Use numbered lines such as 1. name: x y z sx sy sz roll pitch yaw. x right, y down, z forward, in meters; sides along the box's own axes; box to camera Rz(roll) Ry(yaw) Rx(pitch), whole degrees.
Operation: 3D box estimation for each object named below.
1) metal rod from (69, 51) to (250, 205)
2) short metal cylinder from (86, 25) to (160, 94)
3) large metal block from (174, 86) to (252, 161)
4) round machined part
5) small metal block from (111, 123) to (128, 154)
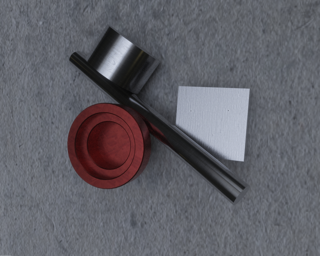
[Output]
1. metal rod: -0.021 -0.017 0.377 0.300 0.025 0.025 40 103 30
2. short metal cylinder: -0.047 -0.088 0.396 0.080 0.080 0.050 39 102 15
3. large metal block: 0.065 -0.006 0.374 0.080 0.050 0.079 5 92 19
4. round machined part: -0.056 0.020 0.367 0.098 0.042 0.097 1 92 19
5. small metal block: -0.044 0.007 0.412 0.025 0.050 0.050 -2 89 20
